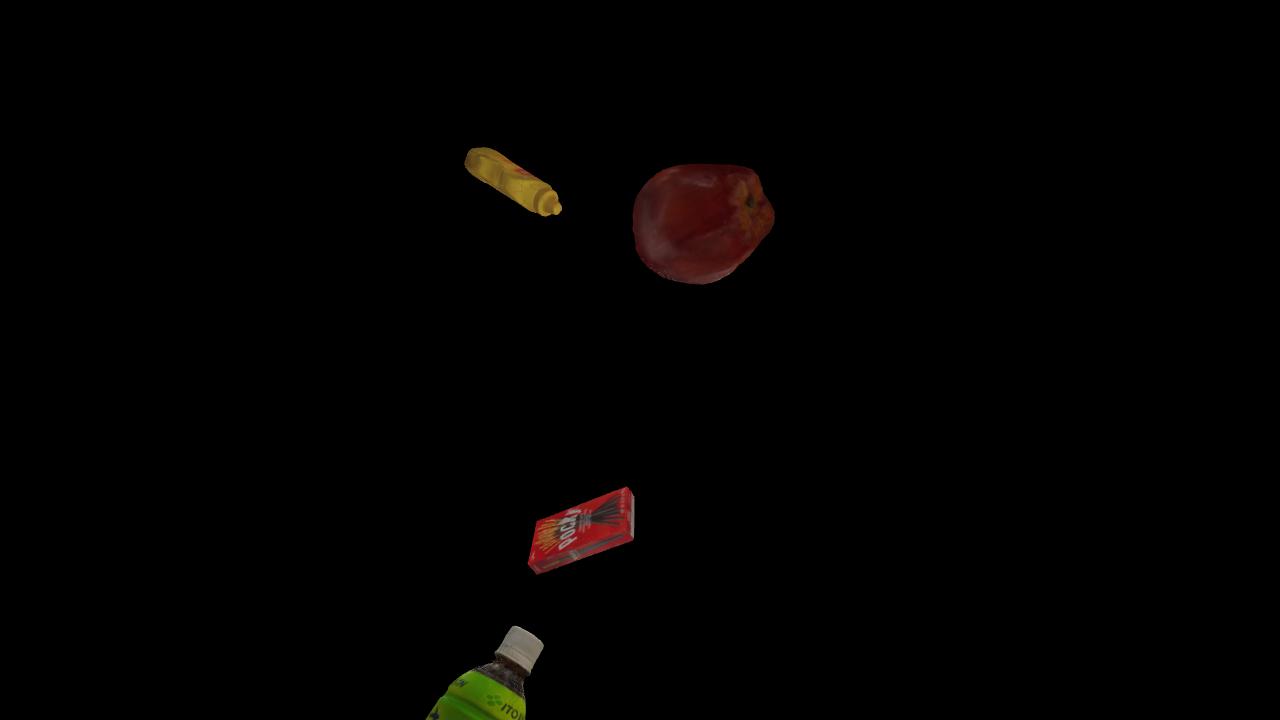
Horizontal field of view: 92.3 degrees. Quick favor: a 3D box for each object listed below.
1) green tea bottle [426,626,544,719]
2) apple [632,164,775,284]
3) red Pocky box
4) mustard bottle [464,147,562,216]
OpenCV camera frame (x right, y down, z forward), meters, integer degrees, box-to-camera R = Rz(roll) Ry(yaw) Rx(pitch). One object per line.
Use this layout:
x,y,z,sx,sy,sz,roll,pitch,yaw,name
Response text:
-0.138,0.296,0.439,0.073,0.073,0.212,0,43,36,green tea bottle
0.037,-0.089,0.394,0.079,0.079,0.093,0,-2,-35,apple
-0.081,0.237,0.857,0.155,0.028,0.083,-24,29,14,red Pocky box
-0.189,-0.275,0.972,0.184,0.054,0.092,37,13,27,mustard bottle
